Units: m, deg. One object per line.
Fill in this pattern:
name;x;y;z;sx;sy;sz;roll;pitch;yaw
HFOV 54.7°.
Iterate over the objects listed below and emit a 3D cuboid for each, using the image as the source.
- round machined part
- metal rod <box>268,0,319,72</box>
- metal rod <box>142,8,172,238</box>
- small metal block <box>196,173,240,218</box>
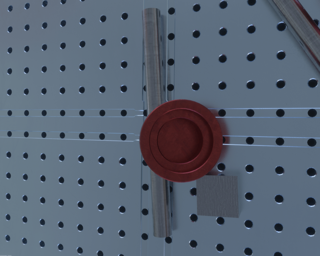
round machined part;0.024;0.015;0.382;0.099;0.042;0.097;0;89;-7
metal rod;0.146;-0.145;0.360;0.025;0.025;0.299;-34;79;17
metal rod;-0.004;-0.008;0.413;0.025;0.025;0.298;-3;89;20
small metal block;0.073;0.082;0.387;0.050;0.025;0.050;-2;89;20
